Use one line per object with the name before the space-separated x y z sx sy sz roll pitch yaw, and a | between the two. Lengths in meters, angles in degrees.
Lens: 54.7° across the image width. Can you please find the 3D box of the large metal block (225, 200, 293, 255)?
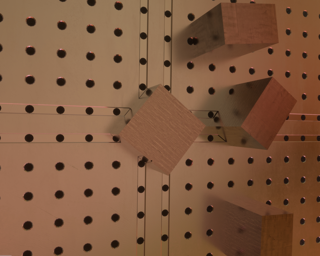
large metal block | 0.137 0.151 0.436 0.050 0.080 0.079 3 89 -20

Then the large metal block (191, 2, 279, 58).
large metal block | 0.099 -0.130 0.421 0.081 0.080 0.050 -7 93 -20

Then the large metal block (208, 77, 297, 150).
large metal block | 0.126 -0.019 0.432 0.050 0.080 0.080 39 78 -16

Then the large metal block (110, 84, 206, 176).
large metal block | -0.003 0.002 0.399 0.080 0.050 0.080 42 77 -16
